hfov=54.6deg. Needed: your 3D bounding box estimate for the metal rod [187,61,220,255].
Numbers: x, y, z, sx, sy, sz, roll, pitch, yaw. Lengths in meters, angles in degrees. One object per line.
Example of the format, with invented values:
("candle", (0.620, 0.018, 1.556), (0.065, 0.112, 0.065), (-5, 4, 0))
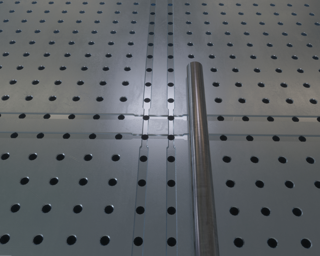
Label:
("metal rod", (0.050, 0.020, 0.391), (0.025, 0.025, 0.300), (1, 50, 1))
